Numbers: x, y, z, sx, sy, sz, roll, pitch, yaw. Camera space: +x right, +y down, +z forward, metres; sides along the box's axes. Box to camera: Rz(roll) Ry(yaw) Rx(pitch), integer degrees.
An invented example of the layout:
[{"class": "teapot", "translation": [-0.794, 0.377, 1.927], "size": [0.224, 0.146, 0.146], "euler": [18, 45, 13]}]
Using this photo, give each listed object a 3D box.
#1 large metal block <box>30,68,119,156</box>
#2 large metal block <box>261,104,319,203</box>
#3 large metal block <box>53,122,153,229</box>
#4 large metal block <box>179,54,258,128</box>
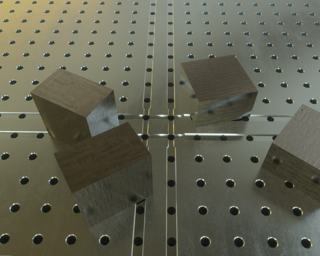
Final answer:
[{"class": "large metal block", "translation": [-0.101, -0.017, 0.386], "size": [0.080, 0.080, 0.050], "euler": [23, 54, 18]}, {"class": "large metal block", "translation": [0.182, 0.029, 0.368], "size": [0.080, 0.050, 0.080], "euler": [33, 57, 25]}, {"class": "large metal block", "translation": [-0.055, 0.051, 0.329], "size": [0.081, 0.080, 0.050], "euler": [-25, 54, -19]}, {"class": "large metal block", "translation": [0.078, -0.054, 0.437], "size": [0.081, 0.050, 0.080], "euler": [-11, 51, -9]}]
